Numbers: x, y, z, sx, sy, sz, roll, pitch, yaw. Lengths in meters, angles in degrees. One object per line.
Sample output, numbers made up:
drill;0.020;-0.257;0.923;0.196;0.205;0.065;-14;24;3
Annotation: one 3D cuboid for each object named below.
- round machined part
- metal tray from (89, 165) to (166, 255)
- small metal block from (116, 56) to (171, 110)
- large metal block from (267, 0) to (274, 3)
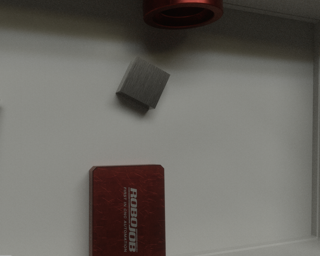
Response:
round machined part;0.027;-0.157;0.383;0.099;0.098;0.042;-4;92;-20
metal tray;-0.041;0.112;0.388;0.091;0.030;0.129;1;85;-21
small metal block;-0.022;-0.058;0.403;0.050;0.025;0.050;27;81;-19
large metal block;0.177;-0.255;0.466;0.080;0.050;0.080;41;77;-16
